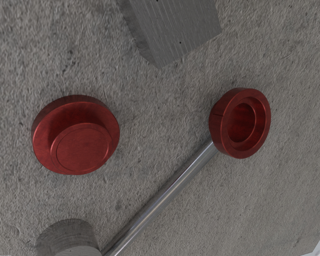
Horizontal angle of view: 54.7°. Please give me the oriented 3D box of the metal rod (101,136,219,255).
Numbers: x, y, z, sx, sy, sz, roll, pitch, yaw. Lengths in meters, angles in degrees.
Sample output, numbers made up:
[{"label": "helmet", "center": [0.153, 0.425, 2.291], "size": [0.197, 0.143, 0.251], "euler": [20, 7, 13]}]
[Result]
[{"label": "metal rod", "center": [-0.015, 0.130, 0.478], "size": [0.300, 0.025, 0.025], "euler": [-48, 129, 5]}]

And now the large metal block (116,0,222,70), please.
[{"label": "large metal block", "center": [0.008, -0.121, 0.320], "size": [0.080, 0.050, 0.080], "euler": [-32, 129, -8]}]

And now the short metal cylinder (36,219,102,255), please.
[{"label": "short metal cylinder", "center": [-0.126, 0.174, 0.429], "size": [0.081, 0.050, 0.079], "euler": [-14, 124, -21]}]

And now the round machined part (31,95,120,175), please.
[{"label": "round machined part", "center": [-0.092, 0.015, 0.354], "size": [0.099, 0.042, 0.097], "euler": [-14, 124, -21]}]

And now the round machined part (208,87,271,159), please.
[{"label": "round machined part", "center": [0.107, -0.009, 0.437], "size": [0.099, 0.042, 0.097], "euler": [-8, 105, -32]}]
